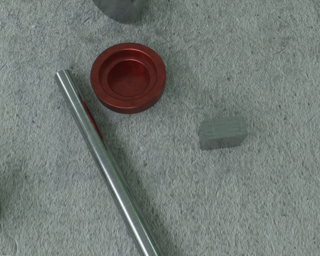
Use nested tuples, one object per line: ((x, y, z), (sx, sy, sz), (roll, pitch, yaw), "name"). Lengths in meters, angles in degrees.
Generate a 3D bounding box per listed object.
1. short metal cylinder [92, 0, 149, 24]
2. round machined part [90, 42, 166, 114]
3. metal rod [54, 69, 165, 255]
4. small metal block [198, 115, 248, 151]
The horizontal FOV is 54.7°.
((-0.057, -0.200, 0.452), (0.080, 0.080, 0.050), (27, 73, 9), "short metal cylinder")
((-0.041, -0.064, 0.422), (0.099, 0.042, 0.098), (0, 70, 0), "round machined part")
((-0.064, 0.050, 0.389), (0.025, 0.025, 0.299), (-27, 72, -9), "metal rod")
((0.078, 0.008, 0.393), (0.050, 0.050, 0.025), (-7, 70, -3), "small metal block")
